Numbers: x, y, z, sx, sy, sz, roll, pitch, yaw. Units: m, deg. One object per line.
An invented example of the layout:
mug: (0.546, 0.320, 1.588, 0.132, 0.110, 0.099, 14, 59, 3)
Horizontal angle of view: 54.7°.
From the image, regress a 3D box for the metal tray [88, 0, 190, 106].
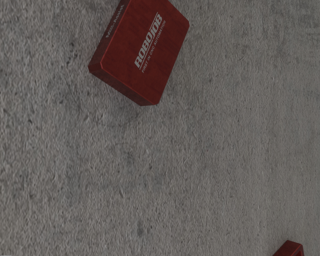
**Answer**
metal tray: (-0.021, -0.103, 0.383, 0.090, 0.030, 0.130, 33, 70, -35)

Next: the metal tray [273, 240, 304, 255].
metal tray: (0.258, 0.305, 0.617, 0.091, 0.030, 0.129, -22, 104, -38)
